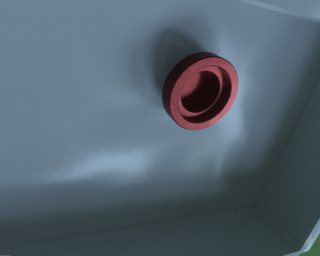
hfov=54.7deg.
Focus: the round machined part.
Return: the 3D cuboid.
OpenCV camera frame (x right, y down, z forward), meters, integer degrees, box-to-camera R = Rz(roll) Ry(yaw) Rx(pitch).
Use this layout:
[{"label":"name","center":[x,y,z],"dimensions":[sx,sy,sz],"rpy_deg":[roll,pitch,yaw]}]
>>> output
[{"label":"round machined part","center":[0.047,-0.050,0.394],"dimensions":[0.099,0.042,0.097],"rpy_deg":[-14,125,-21]}]
